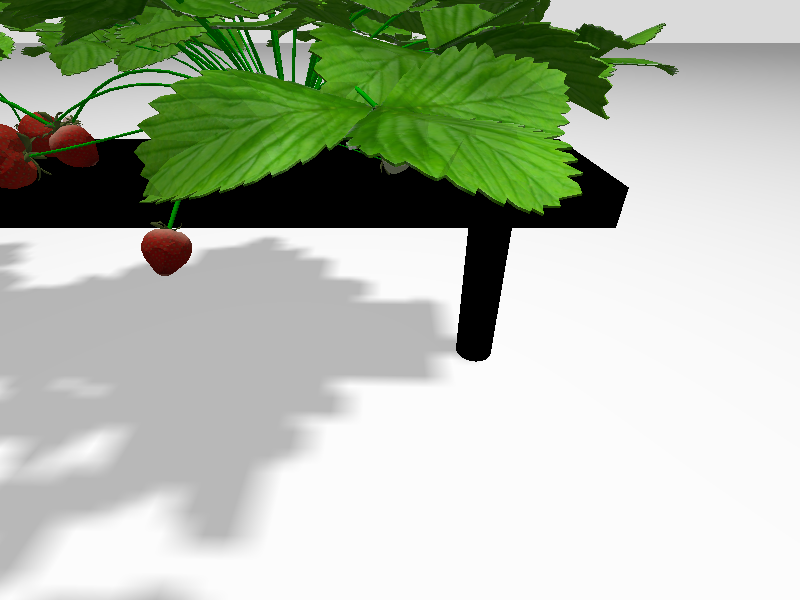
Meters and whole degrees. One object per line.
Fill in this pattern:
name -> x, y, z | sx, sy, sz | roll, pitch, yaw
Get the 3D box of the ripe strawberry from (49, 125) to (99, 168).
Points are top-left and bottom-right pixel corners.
ripe strawberry -> -0.252, -0.118, 0.313 | 0.030, 0.031, 0.029 | -32, 26, 24

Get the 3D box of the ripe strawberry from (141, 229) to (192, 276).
ripe strawberry -> -0.102, -0.020, 0.176 | 0.019, 0.020, 0.020 | 2, -9, 3

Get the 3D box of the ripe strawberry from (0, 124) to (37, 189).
ripe strawberry -> -0.264, -0.093, 0.262 | 0.038, 0.040, 0.035 | -15, 37, -20

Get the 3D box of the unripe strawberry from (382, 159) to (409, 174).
unripe strawberry -> -0.002, -0.101, 0.293 | 0.019, 0.017, 0.019 | 19, 38, 24

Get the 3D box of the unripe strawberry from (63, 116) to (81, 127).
unripe strawberry -> -0.332, -0.176, 0.405 | 0.016, 0.016, 0.014 | -20, 23, 32

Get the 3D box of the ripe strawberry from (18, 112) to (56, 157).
ripe strawberry -> -0.295, -0.134, 0.332 | 0.035, 0.035, 0.033 | -29, 29, 19
